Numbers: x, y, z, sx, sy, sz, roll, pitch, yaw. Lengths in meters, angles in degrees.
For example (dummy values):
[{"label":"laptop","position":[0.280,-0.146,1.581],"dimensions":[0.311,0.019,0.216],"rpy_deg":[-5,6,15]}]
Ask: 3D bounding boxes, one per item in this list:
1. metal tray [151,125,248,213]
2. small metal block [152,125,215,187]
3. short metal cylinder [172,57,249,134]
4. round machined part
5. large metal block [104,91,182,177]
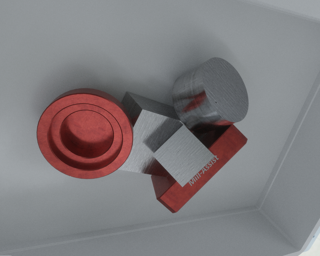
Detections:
[{"label":"metal tray","position":[0.047,0.043,0.417],"dimensions":[0.130,0.090,0.030],"rpy_deg":[-45,102,3]},{"label":"small metal block","position":[0.028,0.032,0.361],"dimensions":[0.050,0.050,0.025],"rpy_deg":[-44,168,3]},{"label":"short metal cylinder","position":[0.061,-0.038,0.375],"dimensions":[0.081,0.080,0.050],"rpy_deg":[17,153,-35]},{"label":"round machined part","position":[-0.079,0.003,0.341],"dimensions":[0.099,0.042,0.097],"rpy_deg":[-2,111,-4]},{"label":"large metal block","position":[-0.016,0.010,0.390],"dimensions":[0.081,0.050,0.080],"rpy_deg":[16,110,-35]}]
